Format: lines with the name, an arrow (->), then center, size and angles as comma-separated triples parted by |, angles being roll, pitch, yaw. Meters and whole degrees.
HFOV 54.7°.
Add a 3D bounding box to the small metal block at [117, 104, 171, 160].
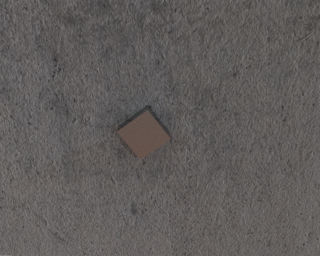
small metal block -> -0.021, 0.005, 0.413 | 0.050, 0.025, 0.050 | -35, 107, 11
